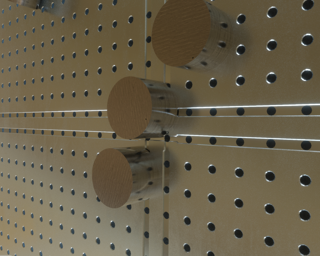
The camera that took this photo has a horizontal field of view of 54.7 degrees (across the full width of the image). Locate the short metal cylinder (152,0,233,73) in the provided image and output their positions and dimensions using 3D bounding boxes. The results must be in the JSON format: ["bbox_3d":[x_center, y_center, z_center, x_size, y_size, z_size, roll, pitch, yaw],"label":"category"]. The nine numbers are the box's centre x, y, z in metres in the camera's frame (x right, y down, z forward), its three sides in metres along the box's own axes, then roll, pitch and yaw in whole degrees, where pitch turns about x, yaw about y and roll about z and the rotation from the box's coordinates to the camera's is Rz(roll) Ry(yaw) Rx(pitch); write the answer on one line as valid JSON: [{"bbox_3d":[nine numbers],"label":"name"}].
[{"bbox_3d":[0.037,-0.108,0.361,0.080,0.050,0.079,0,90,39],"label":"short metal cylinder"}]

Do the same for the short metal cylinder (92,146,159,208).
[{"bbox_3d":[-0.049,0.067,0.431,0.080,0.050,0.079,0,90,39],"label":"short metal cylinder"}]

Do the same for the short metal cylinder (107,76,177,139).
[{"bbox_3d":[-0.024,-0.026,0.411,0.080,0.050,0.079,0,90,39],"label":"short metal cylinder"}]

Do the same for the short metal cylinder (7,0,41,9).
[{"bbox_3d":[-0.268,-0.266,0.591,0.080,0.081,0.050,35,111,34],"label":"short metal cylinder"}]
